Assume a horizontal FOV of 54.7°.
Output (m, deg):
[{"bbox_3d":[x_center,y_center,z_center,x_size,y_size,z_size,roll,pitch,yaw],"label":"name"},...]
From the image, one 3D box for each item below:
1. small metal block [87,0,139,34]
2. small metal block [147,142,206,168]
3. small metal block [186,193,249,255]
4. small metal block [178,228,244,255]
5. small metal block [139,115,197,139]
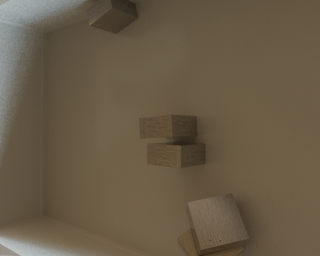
[{"bbox_3d":[-0.068,-0.164,0.447,0.050,0.050,0.025,-21,77,38],"label":"small metal block"},{"bbox_3d":[0.020,0.031,0.374,0.050,0.050,0.025,1,91,40],"label":"small metal block"},{"bbox_3d":[0.059,0.102,0.331,0.025,0.050,0.050,91,167,-55],"label":"small metal block"},{"bbox_3d":[0.055,0.131,0.343,0.050,0.050,0.025,50,161,28],"label":"small metal block"},{"bbox_3d":[0.011,-0.001,0.382,0.050,0.050,0.025,-5,87,40],"label":"small metal block"}]
